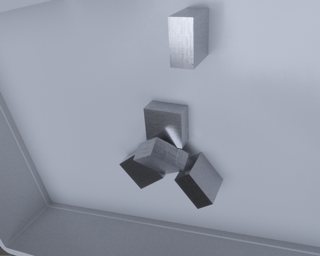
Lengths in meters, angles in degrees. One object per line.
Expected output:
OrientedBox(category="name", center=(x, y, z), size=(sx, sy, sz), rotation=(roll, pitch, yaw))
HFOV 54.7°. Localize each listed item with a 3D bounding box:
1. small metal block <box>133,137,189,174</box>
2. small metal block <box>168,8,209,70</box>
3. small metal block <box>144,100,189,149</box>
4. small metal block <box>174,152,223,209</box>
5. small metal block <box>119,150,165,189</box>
OrientedBox(category="small metal block", center=(0.001, 0.038, 0.409), size=(0.050, 0.025, 0.050), rotation=(28, 155, -22))
OrientedBox(category="small metal block", center=(0.031, -0.093, 0.318), size=(0.025, 0.050, 0.050), rotation=(10, 123, 23))
OrientedBox(category="small metal block", center=(0.009, -0.005, 0.400), size=(0.050, 0.025, 0.050), rotation=(10, 123, 22))
OrientedBox(category="small metal block", center=(0.052, 0.068, 0.406), size=(0.025, 0.050, 0.050), rotation=(-31, 101, 38))
OrientedBox(category="small metal block", center=(-0.022, 0.056, 0.453), size=(0.050, 0.025, 0.050), rotation=(-33, 100, 38))
